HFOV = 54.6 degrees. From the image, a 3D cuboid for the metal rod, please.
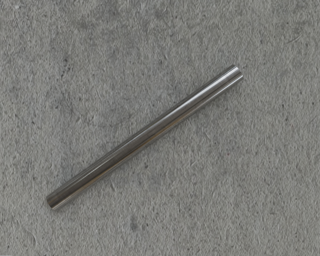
[{"bbox_3d":[-0.020,0.013,0.411,0.301,0.025,0.025,-35,90,0],"label":"metal rod"}]
